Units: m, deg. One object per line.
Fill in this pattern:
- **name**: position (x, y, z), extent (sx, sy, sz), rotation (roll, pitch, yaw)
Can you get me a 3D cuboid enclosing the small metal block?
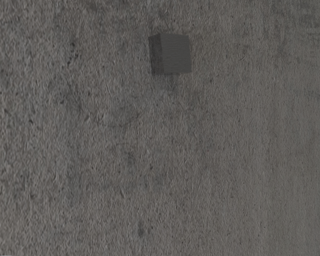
- **small metal block**: position (0.014, -0.098, 0.415), extent (0.050, 0.025, 0.050), rotation (-10, 96, -39)
